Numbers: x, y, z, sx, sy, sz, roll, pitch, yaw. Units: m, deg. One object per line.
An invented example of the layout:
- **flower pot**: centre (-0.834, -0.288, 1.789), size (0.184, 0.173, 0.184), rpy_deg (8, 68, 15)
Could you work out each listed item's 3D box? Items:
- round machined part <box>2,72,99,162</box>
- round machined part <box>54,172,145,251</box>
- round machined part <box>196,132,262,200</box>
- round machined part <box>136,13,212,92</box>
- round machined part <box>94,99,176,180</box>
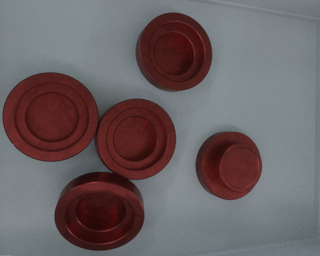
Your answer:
- **round machined part**: centre (-0.124, -0.012, 0.356), size (0.099, 0.042, 0.097), rpy_deg (0, 90, -20)
- **round machined part**: centre (-0.068, 0.092, 0.363), size (0.099, 0.042, 0.097), rpy_deg (-3, 115, -5)
- **round machined part**: centre (0.104, 0.054, 0.440), size (0.099, 0.042, 0.097), rpy_deg (0, 90, -20)
- **round machined part**: centre (0.015, -0.096, 0.407), size (0.099, 0.042, 0.097), rpy_deg (0, 90, -20)
- **round machined part**: centre (-0.033, 0.013, 0.389), size (0.099, 0.042, 0.097), rpy_deg (0, 90, -20)
